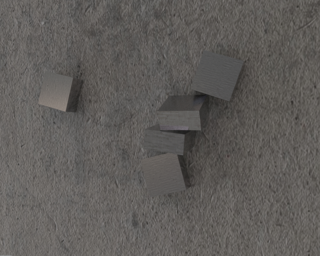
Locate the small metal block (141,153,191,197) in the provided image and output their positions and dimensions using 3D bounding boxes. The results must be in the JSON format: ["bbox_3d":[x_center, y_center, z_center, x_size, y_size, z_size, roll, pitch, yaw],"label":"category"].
[{"bbox_3d":[0.008,0.059,0.406,0.050,0.025,0.050,-16,85,19],"label":"small metal block"}]

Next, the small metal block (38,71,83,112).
[{"bbox_3d":[-0.148,-0.054,0.461,0.050,0.025,0.050,16,95,19],"label":"small metal block"}]

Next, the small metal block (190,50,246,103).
[{"bbox_3d":[0.072,-0.063,0.383,0.050,0.025,0.050,21,97,18],"label":"small metal block"}]

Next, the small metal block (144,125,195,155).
[{"bbox_3d":[0.013,0.013,0.389,0.050,0.050,0.025,7,101,20],"label":"small metal block"}]

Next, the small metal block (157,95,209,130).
[{"bbox_3d":[0.030,-0.020,0.382,0.050,0.050,0.025,1,117,20],"label":"small metal block"}]
